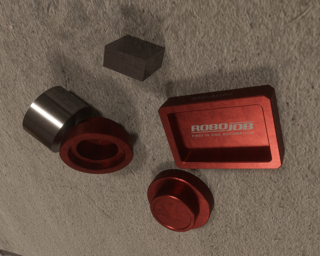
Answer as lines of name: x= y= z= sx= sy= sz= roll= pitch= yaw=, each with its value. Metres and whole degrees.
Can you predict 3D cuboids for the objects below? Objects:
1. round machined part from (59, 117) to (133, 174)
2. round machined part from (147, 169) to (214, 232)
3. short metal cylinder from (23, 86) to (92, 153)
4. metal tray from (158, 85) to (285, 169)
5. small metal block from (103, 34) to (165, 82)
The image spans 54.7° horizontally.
round machined part: x=-0.087 y=0.021 z=0.434 sx=0.099 sy=0.042 sz=0.097 roll=-3 pitch=141 yaw=-2
round machined part: x=0.025 y=0.111 z=0.450 sx=0.098 sy=0.042 sz=0.097 roll=13 pitch=124 yaw=20
short metal cylinder: x=-0.143 y=-0.012 z=0.436 sx=0.050 sy=0.080 sz=0.079 roll=36 pitch=129 yaw=6
metal tray: x=0.072 y=0.003 z=0.366 sx=0.130 sy=0.030 sz=0.090 roll=-5 pitch=117 yaw=30
small metal block: x=-0.029 y=-0.081 z=0.354 sx=0.050 sy=0.050 sz=0.025 roll=23 pitch=127 yaw=13
